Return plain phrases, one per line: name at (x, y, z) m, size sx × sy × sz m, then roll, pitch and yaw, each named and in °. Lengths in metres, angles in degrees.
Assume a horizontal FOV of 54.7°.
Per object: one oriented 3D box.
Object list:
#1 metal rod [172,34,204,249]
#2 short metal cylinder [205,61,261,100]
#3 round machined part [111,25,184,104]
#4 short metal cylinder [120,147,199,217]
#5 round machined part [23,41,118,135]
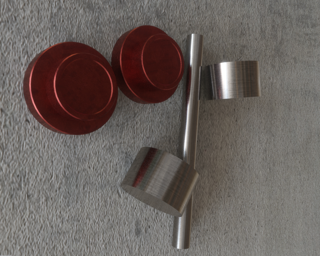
metal rod at (0.040, 0.016, 0.440) m, size 0.025 × 0.025 × 0.298 m, roll 7°, pitch 86°, yaw -40°
short metal cylinder at (0.108, -0.069, 0.462) m, size 0.081 × 0.080 × 0.050 m, roll -7°, pitch 95°, yaw -40°
round machined part at (-0.008, -0.080, 0.389) m, size 0.099 × 0.042 × 0.097 m, roll 0°, pitch 90°, yaw -40°
short metal cylinder at (0.000, 0.065, 0.371) m, size 0.080 × 0.080 × 0.050 m, roll 42°, pitch 64°, yaw -32°
round machined part at (-0.085, -0.041, 0.324) m, size 0.099 × 0.042 × 0.097 m, roll 0°, pitch 90°, yaw -40°
